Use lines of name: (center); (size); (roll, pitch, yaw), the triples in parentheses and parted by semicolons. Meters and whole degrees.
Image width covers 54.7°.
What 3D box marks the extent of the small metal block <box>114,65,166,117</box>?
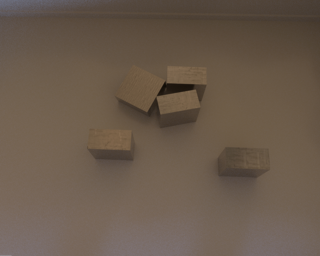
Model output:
small metal block: (-0.026, -0.051, 0.424); (0.050, 0.025, 0.050); (28, 81, 9)

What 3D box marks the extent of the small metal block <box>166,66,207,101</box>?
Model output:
small metal block: (0.034, -0.059, 0.418); (0.050, 0.050, 0.025); (2, 70, 0)

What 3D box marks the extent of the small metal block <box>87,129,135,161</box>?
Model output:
small metal block: (-0.059, 0.022, 0.388); (0.050, 0.050, 0.025); (2, 70, 0)

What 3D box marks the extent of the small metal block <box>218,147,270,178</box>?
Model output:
small metal block: (0.102, 0.043, 0.382); (0.050, 0.050, 0.025); (2, 70, 0)

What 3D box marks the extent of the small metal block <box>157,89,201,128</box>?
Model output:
small metal block: (0.023, -0.024, 0.405); (0.050, 0.050, 0.025); (-10, 71, -4)
